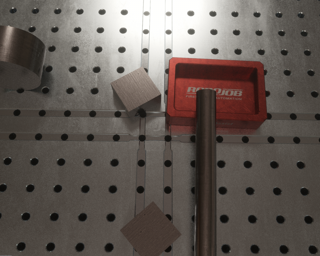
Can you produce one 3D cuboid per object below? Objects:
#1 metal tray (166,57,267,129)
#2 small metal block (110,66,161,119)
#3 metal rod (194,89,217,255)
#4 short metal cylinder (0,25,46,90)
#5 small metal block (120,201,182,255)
[{"bbox_3d":[0.076,-0.049,0.427,0.131,0.030,0.090,3,70,0],"label":"metal tray"},{"bbox_3d":[-0.033,-0.049,0.429,0.050,0.025,0.050,-30,73,-11],"label":"small metal block"},{"bbox_3d":[0.053,0.100,0.358,0.025,0.025,0.299,2,77,0],"label":"metal rod"},{"bbox_3d":[-0.198,-0.091,0.413,0.081,0.080,0.050,1,70,0],"label":"short metal cylinder"},{"bbox_3d":[-0.011,0.124,0.366,0.050,0.025,0.050,-39,75,-13],"label":"small metal block"}]
